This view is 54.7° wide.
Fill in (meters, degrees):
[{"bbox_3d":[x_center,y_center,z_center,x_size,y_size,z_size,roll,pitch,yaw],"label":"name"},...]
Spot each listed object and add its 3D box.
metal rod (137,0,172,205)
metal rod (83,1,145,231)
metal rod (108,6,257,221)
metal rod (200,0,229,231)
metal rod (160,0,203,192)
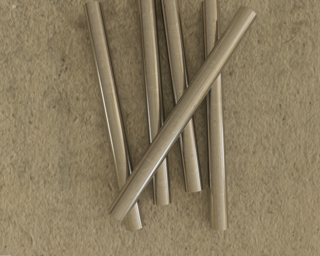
[{"bbox_3d":[-0.009,-0.050,0.409,0.025,0.025,0.298,-5,90,-1],"label":"metal rod"},{"bbox_3d":[-0.061,-0.015,0.409,0.025,0.025,0.298,-11,90,0],"label":"metal rod"},{"bbox_3d":[0.027,-0.018,0.384,0.025,0.025,0.299,33,90,-1],"label":"metal rod"},{"bbox_3d":[0.072,-0.017,0.410,0.025,0.025,0.298,-2,90,-1],"label":"metal rod"},{"bbox_3d":[0.026,-0.066,0.410,0.025,0.025,0.298,-7,90,0],"label":"metal rod"}]
